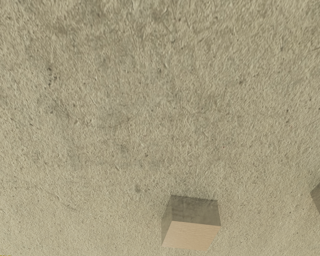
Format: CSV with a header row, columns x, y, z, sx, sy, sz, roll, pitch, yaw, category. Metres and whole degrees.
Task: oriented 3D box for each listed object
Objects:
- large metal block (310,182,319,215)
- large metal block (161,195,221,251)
x,y,z,sx,sy,sz,roll,pitch,yaw,category
0.285,0.110,0.467,0.050,0.080,0.079,11,129,-9,large metal block
0.050,0.164,0.530,0.081,0.050,0.079,9,130,-8,large metal block
